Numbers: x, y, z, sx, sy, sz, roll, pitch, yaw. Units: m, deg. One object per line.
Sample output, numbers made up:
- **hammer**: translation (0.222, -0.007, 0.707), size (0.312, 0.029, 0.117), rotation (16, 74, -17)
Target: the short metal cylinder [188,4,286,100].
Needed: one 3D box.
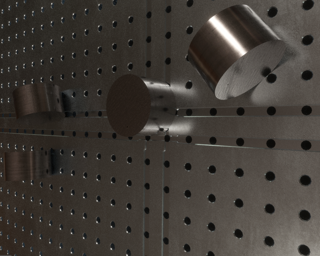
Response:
- **short metal cylinder**: translation (0.075, -0.074, 0.310), size (0.080, 0.081, 0.050), rotation (-46, 63, 30)

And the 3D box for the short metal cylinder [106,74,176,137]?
- **short metal cylinder**: translation (-0.026, -0.029, 0.412), size (0.080, 0.050, 0.079), rotation (0, 90, 39)

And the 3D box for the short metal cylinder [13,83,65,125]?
- **short metal cylinder**: translation (-0.212, -0.040, 0.545), size (0.080, 0.081, 0.050), rotation (-21, 77, 38)

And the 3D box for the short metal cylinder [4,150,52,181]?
- **short metal cylinder**: translation (-0.242, 0.067, 0.570), size (0.080, 0.081, 0.050), rotation (-5, 87, 39)
